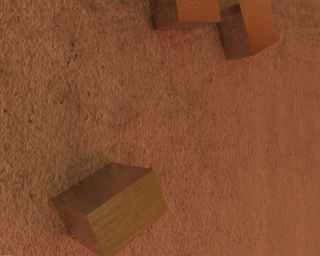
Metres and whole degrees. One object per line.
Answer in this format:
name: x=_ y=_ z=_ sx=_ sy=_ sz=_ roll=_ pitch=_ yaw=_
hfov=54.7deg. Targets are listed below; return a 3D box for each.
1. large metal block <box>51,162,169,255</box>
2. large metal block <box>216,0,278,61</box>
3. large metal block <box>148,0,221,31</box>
large metal block: x=-0.052 y=0.080 z=0.325 sx=0.081 sy=0.080 sz=0.050 roll=-31 pitch=110 yaw=-36
large metal block: x=0.141 y=-0.164 z=0.506 sx=0.081 sy=0.050 sz=0.080 roll=-32 pitch=110 yaw=-35
large metal block: x=0.031 y=-0.177 z=0.414 sx=0.081 sy=0.050 sz=0.079 roll=-15 pitch=100 yaw=-39
